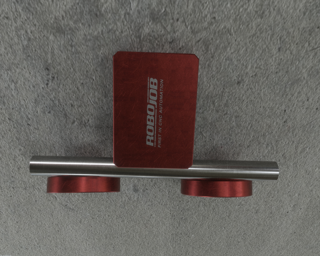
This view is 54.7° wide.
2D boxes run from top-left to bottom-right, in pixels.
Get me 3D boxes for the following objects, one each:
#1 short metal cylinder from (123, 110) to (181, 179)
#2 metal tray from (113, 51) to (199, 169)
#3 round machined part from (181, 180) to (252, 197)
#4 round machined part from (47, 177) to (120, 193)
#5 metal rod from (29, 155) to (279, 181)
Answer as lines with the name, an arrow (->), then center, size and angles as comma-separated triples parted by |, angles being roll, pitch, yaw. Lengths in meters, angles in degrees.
short metal cylinder -> -0.009, 0.022, 0.412 | 0.081, 0.050, 0.079 | 0, 130, 0
metal tray -> -0.006, -0.020, 0.353 | 0.091, 0.030, 0.129 | 1, 104, -2
round machined part -> 0.079, 0.072, 0.437 | 0.099, 0.042, 0.098 | 0, 173, 0
round machined part -> -0.105, 0.069, 0.434 | 0.099, 0.042, 0.098 | -1, 169, 0
metal rod -> -0.005, 0.050, 0.387 | 0.302, 0.025, 0.025 | 2, 130, -2
